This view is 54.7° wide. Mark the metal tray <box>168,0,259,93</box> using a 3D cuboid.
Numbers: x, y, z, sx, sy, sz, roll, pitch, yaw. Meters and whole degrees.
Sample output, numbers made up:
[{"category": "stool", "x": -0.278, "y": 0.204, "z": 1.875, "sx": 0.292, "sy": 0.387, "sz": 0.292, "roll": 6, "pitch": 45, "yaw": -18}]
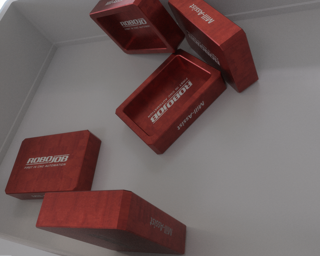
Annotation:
[{"category": "metal tray", "x": 0.067, "y": -0.113, "z": 0.398, "sx": 0.030, "sy": 0.090, "sz": 0.130, "roll": -37, "pitch": 51, "yaw": 4}]

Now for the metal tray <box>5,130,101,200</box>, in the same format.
[{"category": "metal tray", "x": -0.155, "y": 0.055, "z": 0.451, "sx": 0.130, "sy": 0.030, "sz": 0.090, "roll": -7, "pitch": 58, "yaw": 24}]

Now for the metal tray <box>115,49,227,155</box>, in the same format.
[{"category": "metal tray", "x": 0.013, "y": -0.039, "z": 0.419, "sx": 0.130, "sy": 0.030, "sz": 0.090, "roll": -45, "pitch": 51, "yaw": -4}]

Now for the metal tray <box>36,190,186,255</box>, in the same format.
[{"category": "metal tray", "x": -0.039, "y": 0.095, "z": 0.300, "sx": 0.090, "sy": 0.130, "sz": 0.030, "roll": -7, "pitch": 59, "yaw": 25}]

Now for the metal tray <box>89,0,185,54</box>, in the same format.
[{"category": "metal tray", "x": -0.036, "y": -0.151, "z": 0.455, "sx": 0.130, "sy": 0.090, "sz": 0.030, "roll": 15, "pitch": 68, "yaw": 50}]
